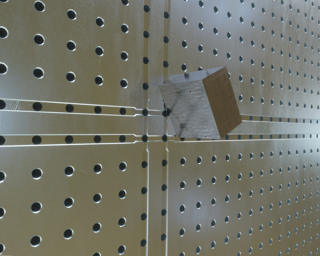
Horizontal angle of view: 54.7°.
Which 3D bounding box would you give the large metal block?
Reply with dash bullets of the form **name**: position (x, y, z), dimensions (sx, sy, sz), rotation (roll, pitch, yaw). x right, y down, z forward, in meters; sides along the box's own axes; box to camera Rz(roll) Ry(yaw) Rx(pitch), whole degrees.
- **large metal block**: position (0.054, -0.033, 0.421), dimensions (0.050, 0.080, 0.080), rotation (-33, 111, -35)
